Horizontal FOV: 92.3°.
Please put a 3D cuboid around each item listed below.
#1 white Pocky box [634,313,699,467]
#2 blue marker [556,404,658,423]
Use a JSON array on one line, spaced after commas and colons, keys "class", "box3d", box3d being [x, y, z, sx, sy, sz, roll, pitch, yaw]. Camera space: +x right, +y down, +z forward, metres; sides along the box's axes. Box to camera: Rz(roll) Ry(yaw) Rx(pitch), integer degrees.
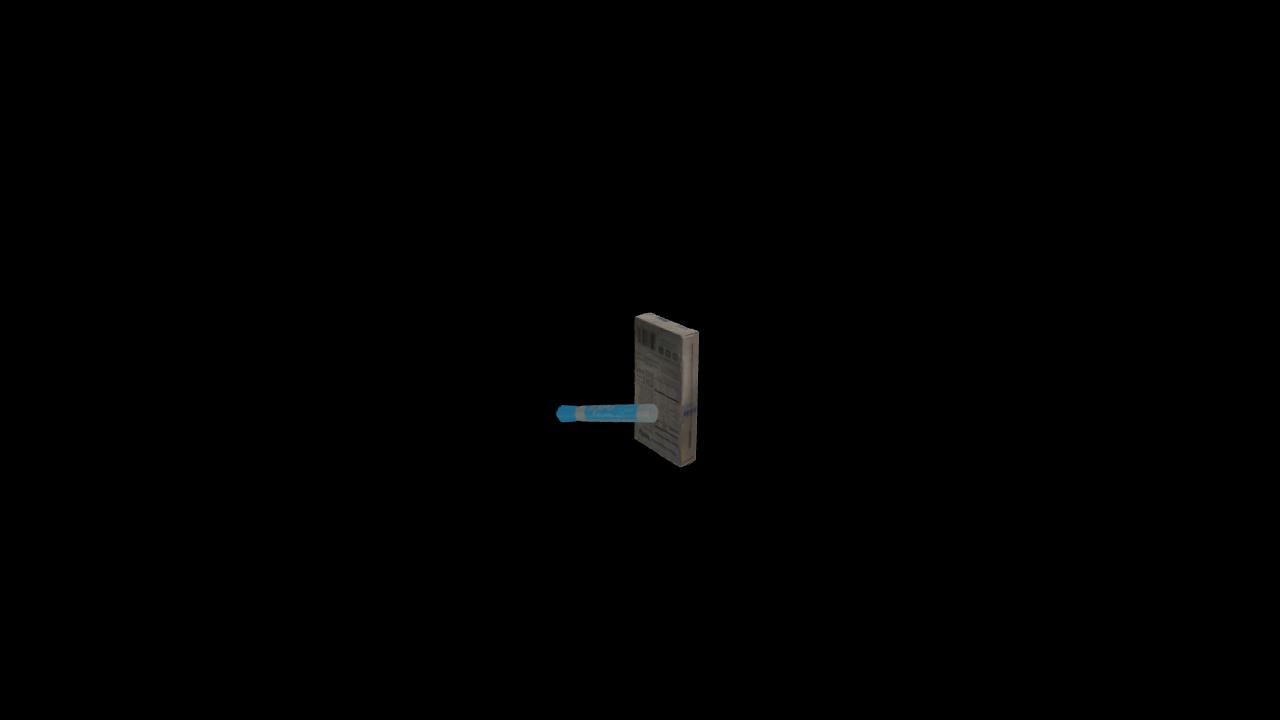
[{"class": "white Pocky box", "box3d": [0.027, 0.032, 0.669, 0.028, 0.154, 0.084, -18, 29, -35]}, {"class": "blue marker", "box3d": [-0.038, 0.056, 0.640, 0.121, 0.020, 0.020, -4, -2, 32]}]
